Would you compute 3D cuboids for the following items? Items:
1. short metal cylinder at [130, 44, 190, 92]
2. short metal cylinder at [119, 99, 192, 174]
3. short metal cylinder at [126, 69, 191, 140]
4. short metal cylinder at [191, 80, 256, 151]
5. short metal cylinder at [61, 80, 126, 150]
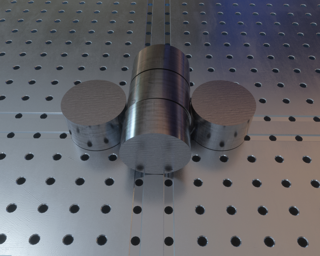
[{"bbox_3d":[0.001,-0.067,0.427,0.081,0.080,0.050,2,50,1],"label":"short metal cylinder"},{"bbox_3d":[-0.005,0.012,0.362,0.081,0.080,0.050,1,50,0],"label":"short metal cylinder"},{"bbox_3d":[-0.001,-0.028,0.395,0.081,0.080,0.050,2,50,1],"label":"short metal cylinder"},{"bbox_3d":[0.079,-0.017,0.406,0.081,0.050,0.080,0,50,0],"label":"short metal cylinder"},{"bbox_3d":[-0.082,-0.018,0.404,0.081,0.050,0.080,0,50,0],"label":"short metal cylinder"}]
